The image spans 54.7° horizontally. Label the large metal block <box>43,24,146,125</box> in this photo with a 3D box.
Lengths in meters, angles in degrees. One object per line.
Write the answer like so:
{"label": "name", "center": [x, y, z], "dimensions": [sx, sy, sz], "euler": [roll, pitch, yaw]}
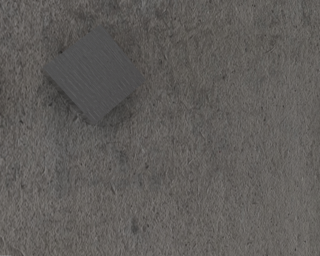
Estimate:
{"label": "large metal block", "center": [-0.078, -0.060, 0.367], "dimensions": [0.080, 0.050, 0.080], "euler": [-43, 104, -15]}
